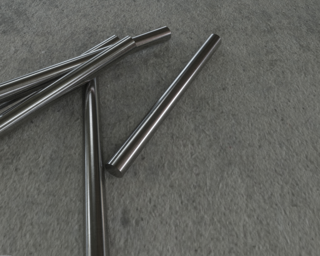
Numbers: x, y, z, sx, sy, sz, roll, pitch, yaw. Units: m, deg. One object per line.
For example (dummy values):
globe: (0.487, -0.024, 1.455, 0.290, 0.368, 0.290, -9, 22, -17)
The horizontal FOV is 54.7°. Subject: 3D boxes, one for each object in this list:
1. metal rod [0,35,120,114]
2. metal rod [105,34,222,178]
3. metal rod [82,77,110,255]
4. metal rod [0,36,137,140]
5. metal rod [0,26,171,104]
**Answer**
metal rod: (-0.171, -0.059, 0.450, 0.025, 0.025, 0.302, 34, 57, 24)
metal rod: (0.020, -0.050, 0.445, 0.025, 0.025, 0.301, 24, 54, 18)
metal rod: (-0.080, 0.037, 0.371, 0.025, 0.025, 0.300, -7, 50, -6)
metal rod: (-0.153, -0.038, 0.409, 0.301, 0.025, 0.025, -39, 60, -20)
metal rod: (-0.102, -0.102, 0.467, 0.302, 0.025, 0.025, -29, 56, -30)
